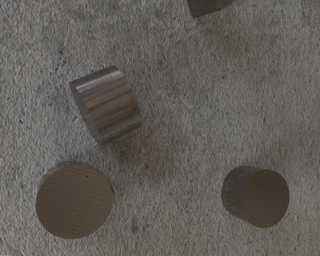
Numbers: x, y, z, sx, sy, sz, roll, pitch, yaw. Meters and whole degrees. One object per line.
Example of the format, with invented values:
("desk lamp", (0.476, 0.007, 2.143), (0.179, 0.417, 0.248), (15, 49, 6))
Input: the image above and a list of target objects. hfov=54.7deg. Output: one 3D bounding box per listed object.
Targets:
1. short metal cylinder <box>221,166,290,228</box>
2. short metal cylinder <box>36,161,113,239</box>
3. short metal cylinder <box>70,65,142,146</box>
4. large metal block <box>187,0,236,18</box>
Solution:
("short metal cylinder", (0.136, 0.097, 0.446), (0.081, 0.050, 0.079), (0, 90, -20))
("short metal cylinder", (-0.100, 0.080, 0.359), (0.081, 0.050, 0.079), (0, 90, -20))
("short metal cylinder", (-0.063, -0.026, 0.357), (0.050, 0.080, 0.080), (-27, 99, -18))
("large metal block", (0.068, -0.201, 0.404), (0.050, 0.080, 0.080), (-23, 98, -19))
